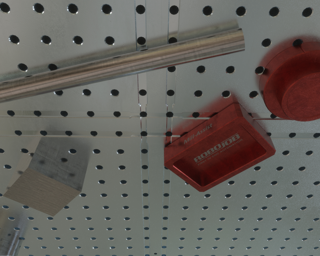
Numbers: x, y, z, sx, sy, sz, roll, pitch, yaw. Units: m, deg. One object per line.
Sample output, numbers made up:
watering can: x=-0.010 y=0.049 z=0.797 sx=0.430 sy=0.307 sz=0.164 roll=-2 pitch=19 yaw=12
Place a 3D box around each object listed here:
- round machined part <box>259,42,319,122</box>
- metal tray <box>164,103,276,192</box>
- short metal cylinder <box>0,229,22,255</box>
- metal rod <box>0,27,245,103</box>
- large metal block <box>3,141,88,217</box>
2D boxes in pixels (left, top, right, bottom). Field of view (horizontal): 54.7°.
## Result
round machined part: x=0.172 y=-0.046 z=0.363 sx=0.099 sy=0.042 sz=0.097 roll=0 pitch=130 yaw=0
metal tray: x=0.081 y=0.033 z=0.436 sx=0.130 sy=0.030 sz=0.090 roll=-35 pitch=122 yaw=26
short metal cylinder: x=-0.315 y=0.236 z=0.593 sx=0.081 sy=0.050 sz=0.079 roll=0 pitch=130 yaw=0
metal rod: x=-0.058 y=-0.067 z=0.353 sx=0.301 sy=0.025 sz=0.025 roll=-11 pitch=130 yaw=8
large metal block: x=-0.168 y=0.078 z=0.460 sx=0.080 sy=0.050 sz=0.080 roll=33 pitch=122 yaw=-25
